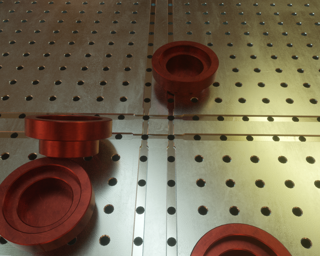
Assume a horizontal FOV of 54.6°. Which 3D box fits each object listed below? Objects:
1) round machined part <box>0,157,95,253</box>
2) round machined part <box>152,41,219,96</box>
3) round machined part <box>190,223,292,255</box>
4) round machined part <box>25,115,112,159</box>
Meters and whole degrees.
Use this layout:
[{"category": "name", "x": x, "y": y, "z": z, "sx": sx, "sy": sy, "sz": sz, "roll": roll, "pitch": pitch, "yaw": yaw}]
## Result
[{"category": "round machined part", "x": -0.118, "y": 0.082, "z": 0.327, "sx": 0.099, "sy": 0.042, "sz": 0.098, "roll": 0, "pitch": 50, "yaw": 0}, {"category": "round machined part", "x": 0.037, "y": -0.086, "z": 0.469, "sx": 0.099, "sy": 0.042, "sz": 0.098, "roll": 0, "pitch": 50, "yaw": 0}, {"category": "round machined part", "x": 0.072, "y": 0.141, "z": 0.279, "sx": 0.099, "sy": 0.042, "sz": 0.098, "roll": 0, "pitch": 50, "yaw": 0}, {"category": "round machined part", "x": -0.107, "y": 0.009, "z": 0.367, "sx": 0.099, "sy": 0.042, "sz": 0.098, "roll": 3, "pitch": 6, "yaw": 0}]
